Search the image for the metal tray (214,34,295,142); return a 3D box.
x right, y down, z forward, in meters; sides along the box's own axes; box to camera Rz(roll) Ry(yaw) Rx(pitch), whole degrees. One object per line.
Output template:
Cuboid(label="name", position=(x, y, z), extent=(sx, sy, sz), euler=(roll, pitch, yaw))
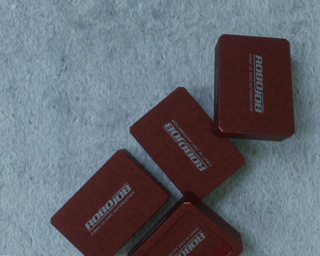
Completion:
Cuboid(label="metal tray", position=(0.116, -0.051, 0.392), extent=(0.091, 0.030, 0.129), euler=(4, 75, -2))

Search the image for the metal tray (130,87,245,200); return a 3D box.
Cuboid(label="metal tray", position=(0.035, 0.022, 0.408), extent=(0.090, 0.030, 0.130), euler=(-40, 91, 0))

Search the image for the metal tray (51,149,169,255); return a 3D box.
Cuboid(label="metal tray", position=(-0.064, 0.103, 0.407), extent=(0.090, 0.030, 0.130), euler=(44, 90, -1))

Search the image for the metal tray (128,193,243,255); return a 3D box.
Cuboid(label="metal tray", position=(0.027, 0.157, 0.391), extent=(0.090, 0.030, 0.130), euler=(41, 105, -1))
